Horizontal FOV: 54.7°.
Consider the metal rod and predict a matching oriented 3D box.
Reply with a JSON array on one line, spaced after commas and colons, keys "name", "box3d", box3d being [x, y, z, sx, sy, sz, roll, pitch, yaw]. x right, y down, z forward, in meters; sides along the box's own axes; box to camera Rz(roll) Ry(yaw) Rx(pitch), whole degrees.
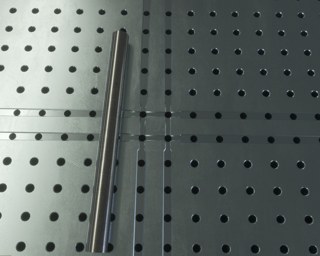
[{"name": "metal rod", "box3d": [-0.066, 0.003, 0.409, 0.025, 0.025, 0.299, 3, 70, 1]}]
